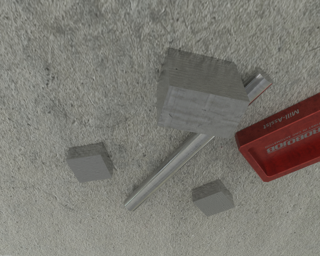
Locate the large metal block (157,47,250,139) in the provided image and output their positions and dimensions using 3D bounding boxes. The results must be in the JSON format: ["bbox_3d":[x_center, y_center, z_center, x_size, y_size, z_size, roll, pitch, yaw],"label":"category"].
[{"bbox_3d":[0.042,-0.039,0.338,0.081,0.080,0.050,10,129,-9],"label":"large metal block"}]

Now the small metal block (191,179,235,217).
[{"bbox_3d":[0.087,0.115,0.507,0.050,0.025,0.050,-27,126,20],"label":"small metal block"}]

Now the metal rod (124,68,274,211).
[{"bbox_3d":[0.036,0.034,0.436,0.025,0.025,0.298,28,125,-22],"label":"metal rod"}]

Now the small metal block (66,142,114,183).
[{"bbox_3d":[-0.100,0.051,0.449,0.050,0.025,0.050,-10,130,8],"label":"small metal block"}]

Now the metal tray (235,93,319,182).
[{"bbox_3d":[0.181,0.016,0.420,0.130,0.030,0.090,-29,125,22],"label":"metal tray"}]
